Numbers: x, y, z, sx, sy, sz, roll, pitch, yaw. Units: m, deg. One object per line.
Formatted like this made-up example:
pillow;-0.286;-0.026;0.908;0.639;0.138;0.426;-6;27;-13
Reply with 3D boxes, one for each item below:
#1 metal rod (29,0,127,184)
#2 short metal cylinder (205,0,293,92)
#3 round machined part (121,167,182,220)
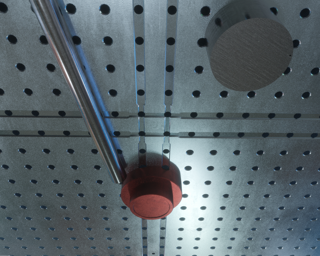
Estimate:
metal rod;-0.091;-0.036;0.379;0.025;0.025;0.298;-9;130;7
short metal cylinder;0.090;-0.085;0.324;0.081;0.050;0.079;0;130;0
round machined part;-0.013;0.110;0.494;0.099;0.042;0.097;-1;130;0
